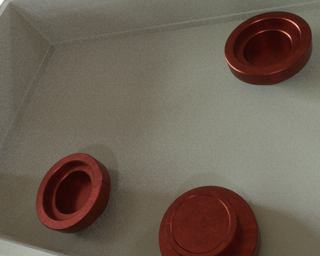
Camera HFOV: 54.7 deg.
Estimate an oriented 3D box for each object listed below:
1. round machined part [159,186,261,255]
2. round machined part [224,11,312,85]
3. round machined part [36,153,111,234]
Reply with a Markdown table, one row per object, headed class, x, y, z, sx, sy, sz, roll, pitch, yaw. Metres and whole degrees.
| class | x | y | z | sx | sy | sz | roll | pitch | yaw |
| --- | --- | --- | --- | --- | --- | --- | --- | --- | --- |
| round machined part | 0.044 | 0.099 | 0.301 | 0.098 | 0.042 | 0.098 | -14 | 47 | 16 |
| round machined part | 0.133 | -0.092 | 0.381 | 0.098 | 0.042 | 0.098 | -13 | 56 | 20 |
| round machined part | -0.104 | 0.085 | 0.396 | 0.098 | 0.042 | 0.098 | -13 | 56 | 20 |
